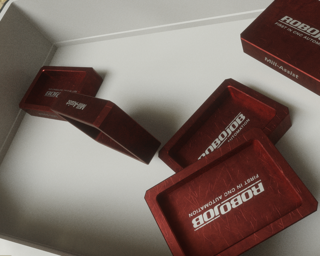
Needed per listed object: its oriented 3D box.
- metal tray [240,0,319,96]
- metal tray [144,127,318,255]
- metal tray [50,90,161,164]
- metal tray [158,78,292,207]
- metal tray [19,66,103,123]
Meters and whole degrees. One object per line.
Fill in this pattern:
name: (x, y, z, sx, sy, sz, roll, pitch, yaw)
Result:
metal tray: (0.174, -0.103, 0.366, 0.090, 0.030, 0.130, -45, 57, -3)
metal tray: (0.062, 0.070, 0.292, 0.130, 0.030, 0.090, -31, 65, 2)
metal tray: (-0.070, -0.003, 0.384, 0.130, 0.090, 0.030, 16, 70, 49)
metal tray: (0.072, 0.013, 0.356, 0.130, 0.030, 0.090, -47, 51, -5)
metal tray: (-0.170, -0.060, 0.529, 0.130, 0.030, 0.090, 8, 66, 31)
